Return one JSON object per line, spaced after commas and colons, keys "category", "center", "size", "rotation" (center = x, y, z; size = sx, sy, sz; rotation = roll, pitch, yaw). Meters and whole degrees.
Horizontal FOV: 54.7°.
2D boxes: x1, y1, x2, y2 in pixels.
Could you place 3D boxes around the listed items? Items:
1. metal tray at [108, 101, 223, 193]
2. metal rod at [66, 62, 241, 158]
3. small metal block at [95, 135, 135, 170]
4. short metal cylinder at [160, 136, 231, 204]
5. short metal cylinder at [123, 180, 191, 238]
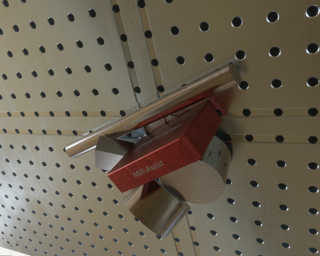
{"category": "metal tray", "center": [0.005, 0.024, 0.377], "size": [0.130, 0.090, 0.030], "rotation": [-30, 102, 37]}
{"category": "metal rod", "center": [-0.031, -0.011, 0.416], "size": [0.299, 0.025, 0.025], "rotation": [-23, 106, 36]}
{"category": "small metal block", "center": [-0.066, 0.040, 0.449], "size": [0.050, 0.025, 0.050], "rotation": [12, 142, -1]}
{"category": "short metal cylinder", "center": [0.045, 0.050, 0.391], "size": [0.080, 0.050, 0.079], "rotation": [12, 131, 14]}
{"category": "short metal cylinder", "center": [-0.004, 0.104, 0.428], "size": [0.080, 0.080, 0.050], "rotation": [40, 88, 0]}
